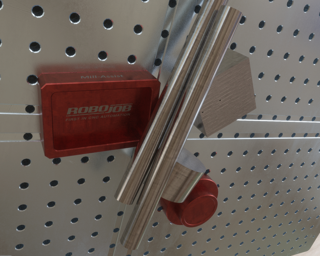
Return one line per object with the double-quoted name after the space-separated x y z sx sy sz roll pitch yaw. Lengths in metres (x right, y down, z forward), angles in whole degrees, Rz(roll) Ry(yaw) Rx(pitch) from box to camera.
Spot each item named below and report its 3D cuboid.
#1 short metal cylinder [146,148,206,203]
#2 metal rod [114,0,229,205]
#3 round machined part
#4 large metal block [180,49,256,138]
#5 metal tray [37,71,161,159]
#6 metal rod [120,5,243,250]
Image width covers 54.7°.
0.015 0.055 0.419 0.080 0.080 0.050 22 106 -37 "short metal cylinder"
0.019 -0.048 0.361 0.025 0.025 0.298 21 97 -36 "metal rod"
0.055 0.124 0.509 0.099 0.042 0.097 -14 125 -21 "round machined part"
0.074 -0.048 0.408 0.080 0.050 0.080 -30 129 -10 "large metal block"
-0.069 -0.017 0.360 0.131 0.030 0.089 -7 122 -26 "metal tray"
0.019 0.010 0.357 0.025 0.025 0.298 14 105 -35 "metal rod"
